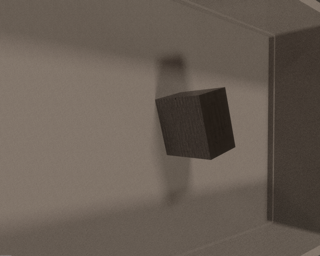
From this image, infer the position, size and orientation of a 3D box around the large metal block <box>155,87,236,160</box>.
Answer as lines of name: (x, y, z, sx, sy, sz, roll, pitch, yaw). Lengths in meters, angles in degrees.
large metal block: (0.046, -0.007, 0.411, 0.050, 0.080, 0.079, -20, 103, -39)
